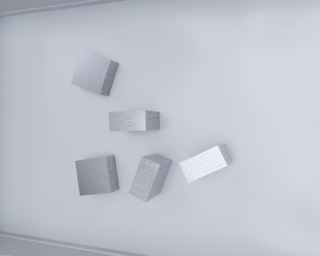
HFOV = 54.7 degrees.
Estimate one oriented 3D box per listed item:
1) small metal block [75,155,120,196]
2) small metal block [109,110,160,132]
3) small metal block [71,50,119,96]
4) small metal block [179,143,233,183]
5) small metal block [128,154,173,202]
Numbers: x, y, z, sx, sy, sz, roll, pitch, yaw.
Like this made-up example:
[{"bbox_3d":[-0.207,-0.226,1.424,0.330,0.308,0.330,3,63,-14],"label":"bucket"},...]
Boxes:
[{"bbox_3d":[-0.089,0.067,0.442,0.050,0.025,0.050,-10,87,19],"label":"small metal block"},{"bbox_3d":[-0.033,-0.009,0.409,0.050,0.050,0.025,-2,90,20],"label":"small metal block"},{"bbox_3d":[-0.093,-0.078,0.443,0.050,0.025,0.050,21,97,18],"label":"small metal block"},{"bbox_3d":[0.057,0.042,0.377,0.050,0.050,0.025,-27,81,18],"label":"small metal block"},{"bbox_3d":[-0.011,0.063,0.401,0.025,0.050,0.050,23,98,18],"label":"small metal block"}]
